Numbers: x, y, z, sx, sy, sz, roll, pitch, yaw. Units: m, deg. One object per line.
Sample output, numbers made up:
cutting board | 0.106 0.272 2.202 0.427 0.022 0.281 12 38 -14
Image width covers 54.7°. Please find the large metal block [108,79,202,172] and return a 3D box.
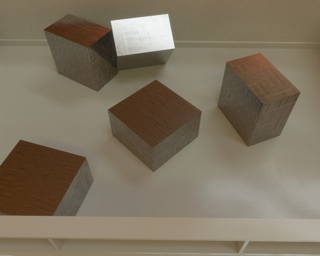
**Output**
large metal block | -0.006 -0.005 0.393 0.080 0.050 0.080 -36 59 -27

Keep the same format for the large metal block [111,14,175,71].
large metal block | -0.029 -0.126 0.465 0.081 0.080 0.050 -10 87 -9

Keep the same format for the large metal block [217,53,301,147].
large metal block | 0.122 -0.036 0.400 0.050 0.080 0.080 -18 52 -14

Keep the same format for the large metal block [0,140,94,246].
large metal block | -0.129 0.067 0.331 0.080 0.050 0.080 14 51 11

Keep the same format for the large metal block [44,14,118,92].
large metal block | -0.115 -0.112 0.462 0.080 0.080 0.050 26 55 20
